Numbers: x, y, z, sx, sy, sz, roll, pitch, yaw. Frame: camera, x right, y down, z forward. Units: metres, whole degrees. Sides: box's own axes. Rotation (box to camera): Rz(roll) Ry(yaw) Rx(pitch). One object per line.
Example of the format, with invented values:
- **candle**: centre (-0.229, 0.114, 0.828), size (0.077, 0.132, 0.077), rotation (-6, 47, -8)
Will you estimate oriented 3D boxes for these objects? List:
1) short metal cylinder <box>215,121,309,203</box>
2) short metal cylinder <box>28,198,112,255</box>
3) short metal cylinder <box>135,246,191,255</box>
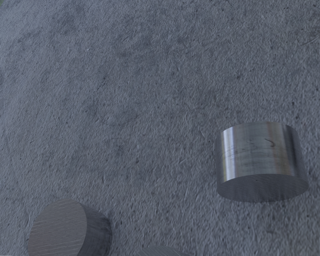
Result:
- **short metal cylinder**: centre (0.094, 0.035, 0.297), size (0.080, 0.080, 0.050), rotation (-11, 57, 22)
- **short metal cylinder**: centre (-0.104, 0.129, 0.364), size (0.080, 0.050, 0.080), rotation (-13, 56, 21)
- **short metal cylinder**: centre (0.007, 0.156, 0.288), size (0.080, 0.050, 0.080), rotation (-13, 56, 21)
